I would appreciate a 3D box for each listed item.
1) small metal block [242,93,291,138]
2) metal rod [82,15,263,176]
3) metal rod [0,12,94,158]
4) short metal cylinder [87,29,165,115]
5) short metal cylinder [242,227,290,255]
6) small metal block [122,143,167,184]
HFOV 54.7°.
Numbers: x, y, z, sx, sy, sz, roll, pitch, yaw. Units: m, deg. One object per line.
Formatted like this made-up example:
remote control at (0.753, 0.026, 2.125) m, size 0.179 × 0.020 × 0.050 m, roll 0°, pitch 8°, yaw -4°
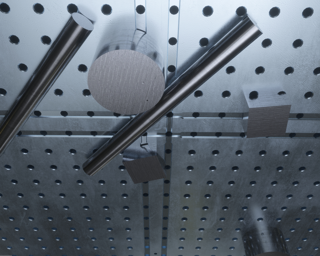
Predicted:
small metal block at (0.136, -0.015, 0.400) m, size 0.050 × 0.025 × 0.050 m, roll -5°, pitch 130°, yaw 4°
metal rod at (-0.003, -0.024, 0.391) m, size 0.025 × 0.025 × 0.299 m, roll 35°, pitch 122°, yaw -26°
metal rod at (-0.175, -0.022, 0.391) m, size 0.025 × 0.025 × 0.299 m, roll 33°, pitch 123°, yaw -25°
short metal cylinder at (-0.035, -0.061, 0.342) m, size 0.081 × 0.050 × 0.079 m, roll 0°, pitch 130°, yaw 0°
short metal cylinder at (0.204, 0.235, 0.597) m, size 0.081 × 0.050 × 0.079 m, roll 0°, pitch 130°, yaw 0°
small metal block at (-0.022, 0.053, 0.456) m, size 0.050 × 0.025 × 0.050 m, roll -13°, pitch 129°, yaw 10°
